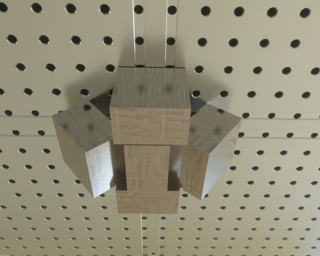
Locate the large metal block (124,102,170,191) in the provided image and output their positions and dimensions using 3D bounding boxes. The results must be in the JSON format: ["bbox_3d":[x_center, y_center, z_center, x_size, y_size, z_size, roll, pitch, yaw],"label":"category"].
[{"bbox_3d":[-0.015,0.023,0.394,0.050,0.080,0.079,1,130,-1],"label":"large metal block"}]

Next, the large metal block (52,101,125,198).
[{"bbox_3d":[-0.086,0.025,0.388,0.050,0.080,0.079,-28,139,-30],"label":"large metal block"}]

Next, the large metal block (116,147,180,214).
[{"bbox_3d":[-0.016,0.072,0.435,0.081,0.080,0.050,1,130,-1],"label":"large metal block"}]

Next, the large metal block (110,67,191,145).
[{"bbox_3d":[-0.010,-0.027,0.351,0.081,0.080,0.050,1,130,-1],"label":"large metal block"}]

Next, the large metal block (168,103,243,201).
[{"bbox_3d":[0.055,0.028,0.389,0.050,0.080,0.079,27,136,27],"label":"large metal block"}]
